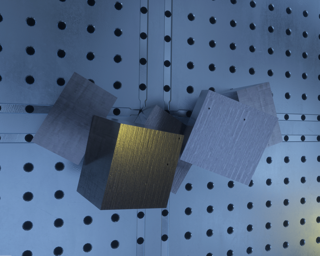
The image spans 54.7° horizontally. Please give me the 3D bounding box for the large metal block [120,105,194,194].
[{"bbox_3d":[-0.002,0.027,0.399,0.080,0.050,0.080,34,79,-17],"label":"large metal block"}]

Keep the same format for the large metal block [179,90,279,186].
[{"bbox_3d":[0.073,0.008,0.354,0.080,0.050,0.080,22,96,-4],"label":"large metal block"}]

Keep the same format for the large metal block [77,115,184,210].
[{"bbox_3d":[-0.030,0.036,0.319,0.081,0.050,0.080,11,93,-41],"label":"large metal block"}]

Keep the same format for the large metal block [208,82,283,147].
[{"bbox_3d":[0.113,-0.014,0.426,0.050,0.080,0.080,-17,96,-19],"label":"large metal block"}]

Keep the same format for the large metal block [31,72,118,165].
[{"bbox_3d":[-0.098,-0.010,0.347,0.050,0.080,0.080,32,80,-18],"label":"large metal block"}]
